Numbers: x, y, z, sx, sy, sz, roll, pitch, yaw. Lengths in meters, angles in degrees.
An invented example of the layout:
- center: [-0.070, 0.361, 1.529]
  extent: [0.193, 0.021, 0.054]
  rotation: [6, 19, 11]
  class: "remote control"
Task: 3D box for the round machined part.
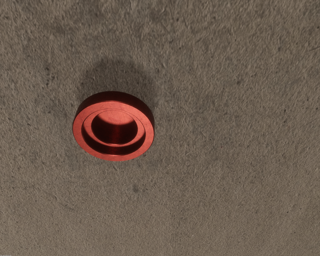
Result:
- center: [-0.056, -0.006, 0.390]
  extent: [0.099, 0.042, 0.097]
  rotation: [-1, 130, 0]
  class: "round machined part"
